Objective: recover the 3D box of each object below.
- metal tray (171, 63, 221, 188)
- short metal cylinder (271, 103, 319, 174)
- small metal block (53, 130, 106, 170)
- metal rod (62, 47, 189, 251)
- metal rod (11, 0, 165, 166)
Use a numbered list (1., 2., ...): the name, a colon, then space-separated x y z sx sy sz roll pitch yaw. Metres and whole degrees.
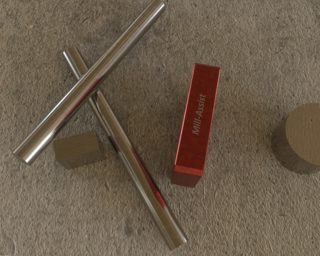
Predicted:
1. metal tray: 0.042 0.000 0.374 0.030 0.090 0.130 11 70 4
2. short metal cylinder: 0.190 0.015 0.392 0.081 0.050 0.080 0 70 0
3. small metal block: -0.098 0.028 0.383 0.050 0.050 0.025 -15 71 -6
4. metal rod: -0.053 0.014 0.402 0.025 0.025 0.299 -29 73 -10
5. metal rod: -0.079 -0.076 0.411 0.025 0.025 0.301 29 63 10
